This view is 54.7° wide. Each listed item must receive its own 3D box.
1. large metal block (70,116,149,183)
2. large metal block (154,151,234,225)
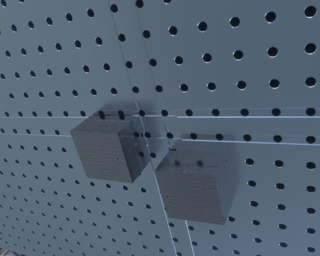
[{"bbox_3d":[-0.071,0.029,0.449,0.080,0.050,0.079,1,119,27],"label":"large metal block"},{"bbox_3d":[0.048,0.078,0.417,0.080,0.050,0.080,-1,118,28],"label":"large metal block"}]
